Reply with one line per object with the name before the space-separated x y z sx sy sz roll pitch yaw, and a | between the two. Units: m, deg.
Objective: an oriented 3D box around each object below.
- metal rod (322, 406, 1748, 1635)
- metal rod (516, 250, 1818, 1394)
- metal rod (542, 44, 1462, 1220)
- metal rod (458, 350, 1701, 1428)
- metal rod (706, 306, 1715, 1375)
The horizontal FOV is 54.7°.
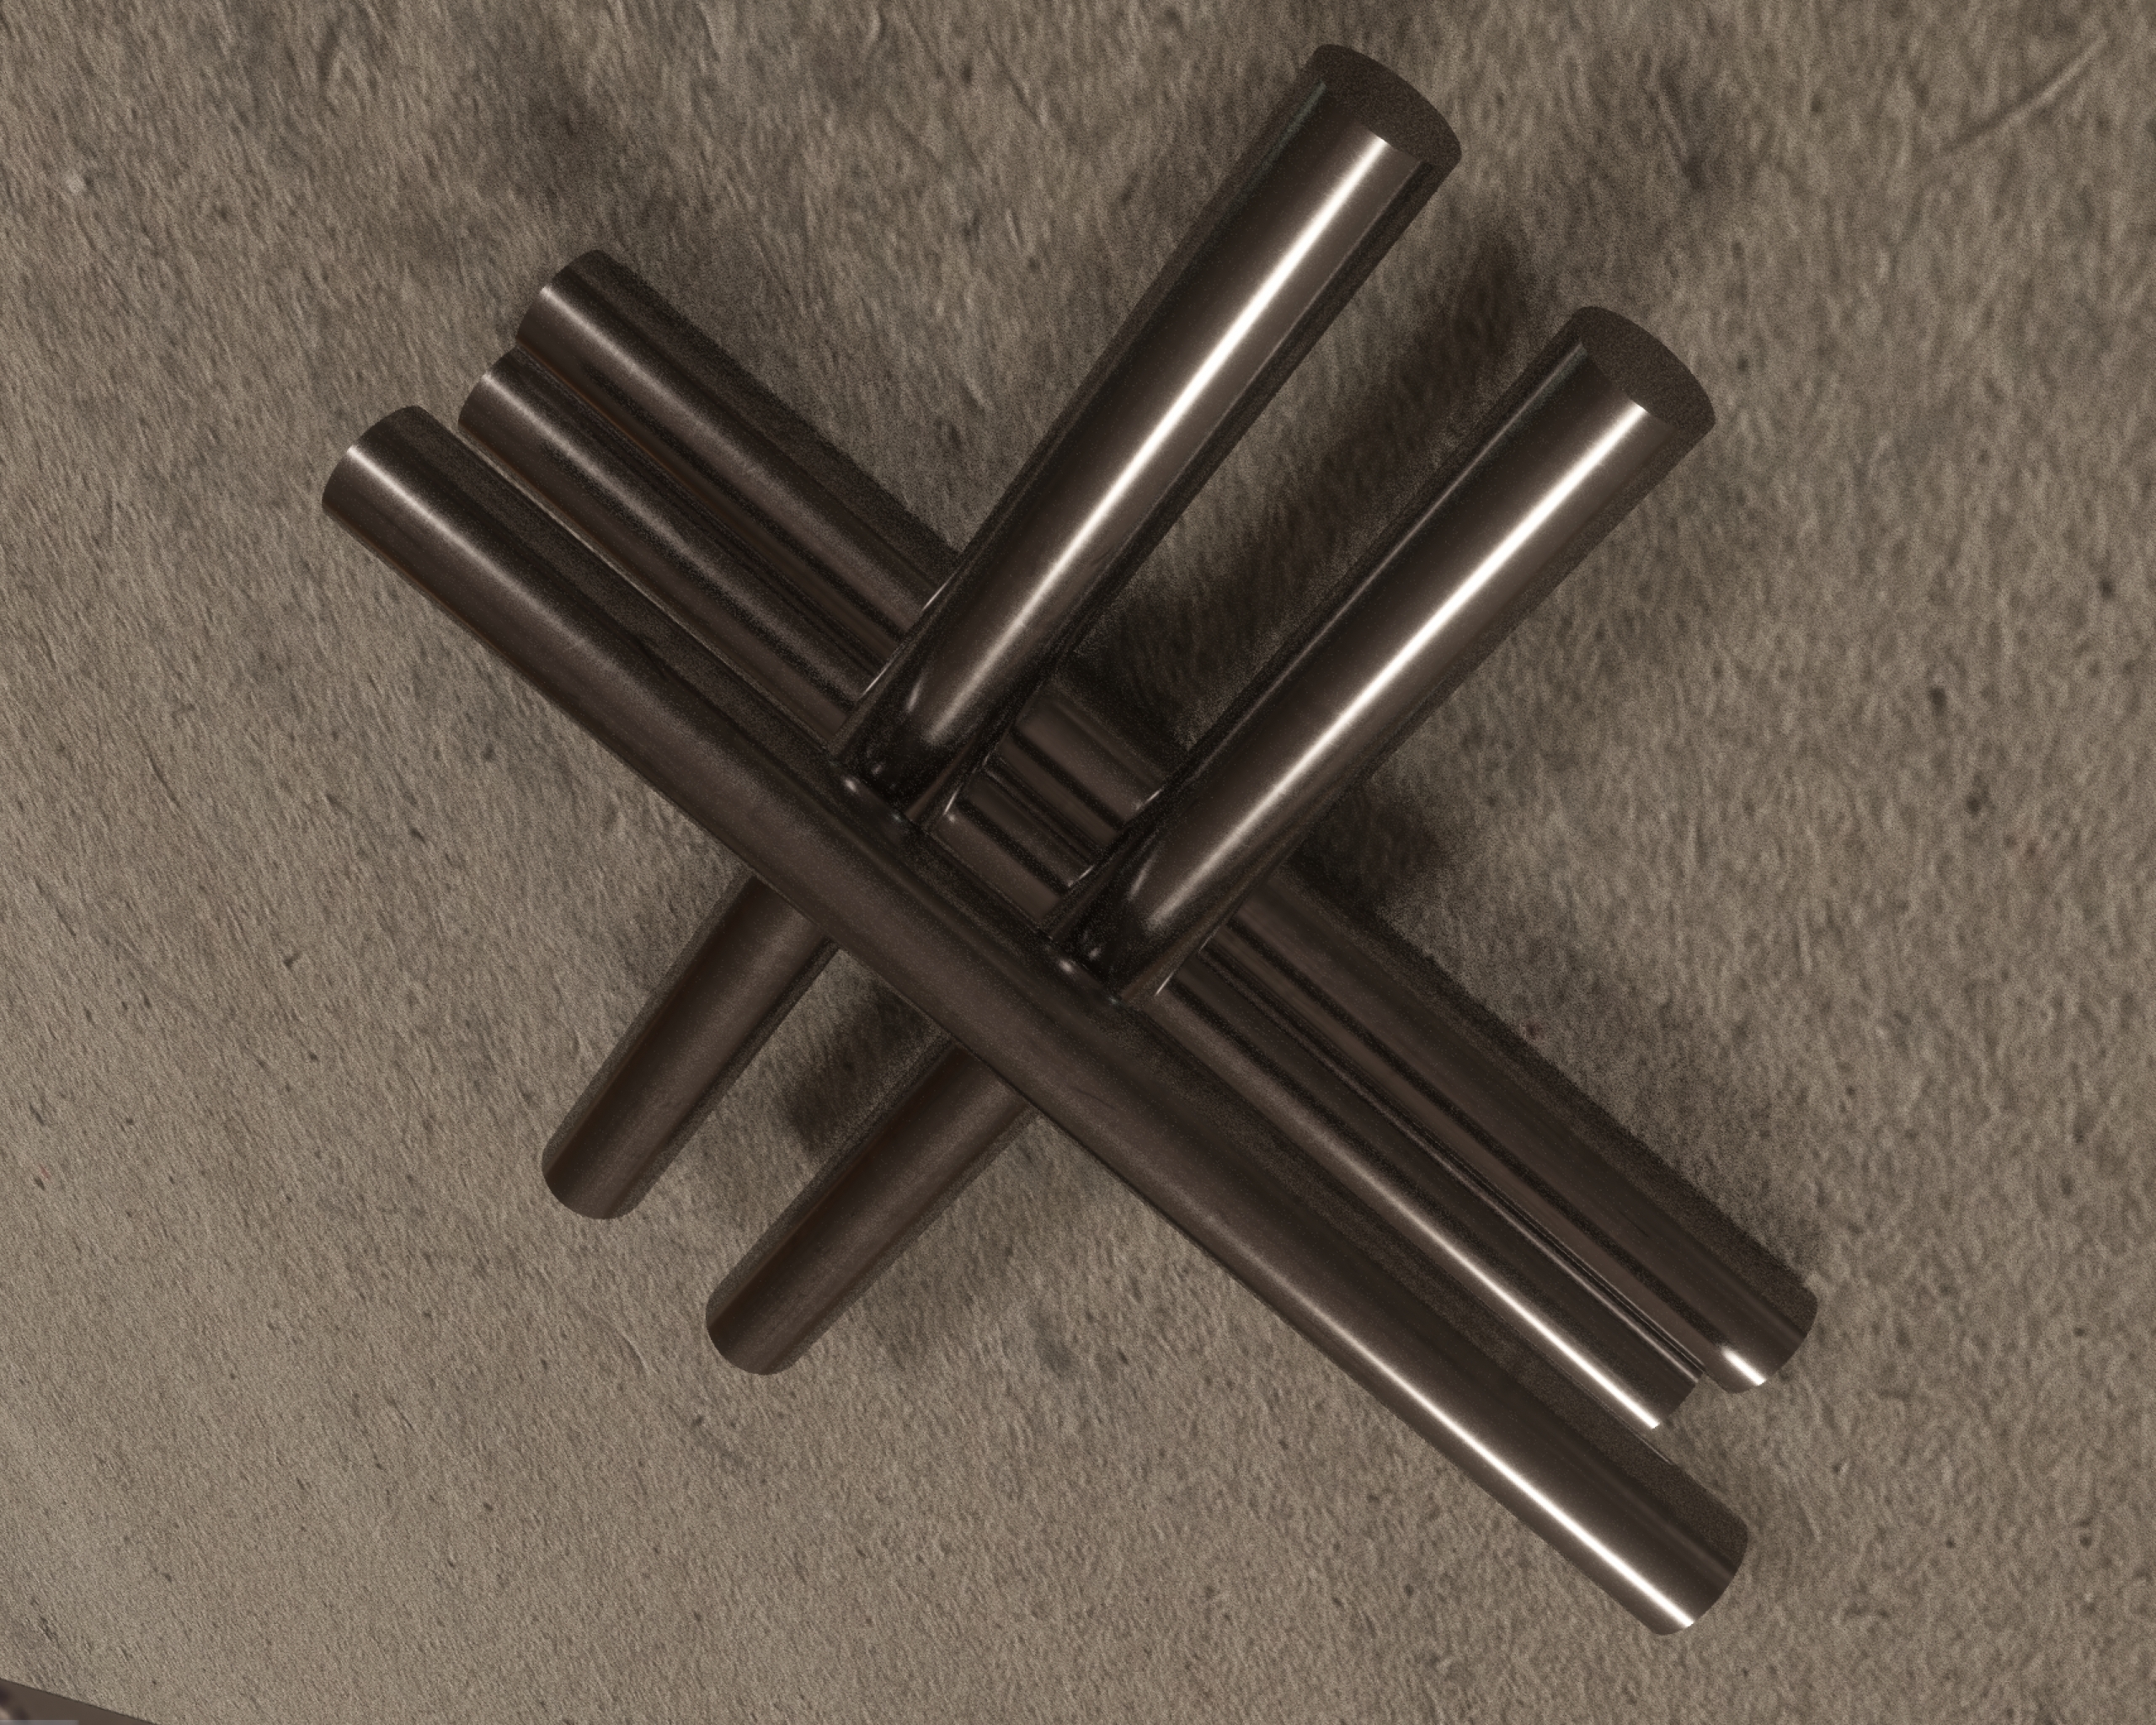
metal rod | -0.007 0.027 0.363 0.300 0.025 0.025 40 129 0
metal rod | 0.017 -0.007 0.393 0.300 0.025 0.025 41 129 -1
metal rod | -0.034 -0.017 0.381 0.025 0.025 0.298 41 129 0
metal rod | 0.002 0.005 0.409 0.300 0.025 0.025 41 129 -1
metal rod | 0.003 0.019 0.385 0.025 0.025 0.298 41 129 0
